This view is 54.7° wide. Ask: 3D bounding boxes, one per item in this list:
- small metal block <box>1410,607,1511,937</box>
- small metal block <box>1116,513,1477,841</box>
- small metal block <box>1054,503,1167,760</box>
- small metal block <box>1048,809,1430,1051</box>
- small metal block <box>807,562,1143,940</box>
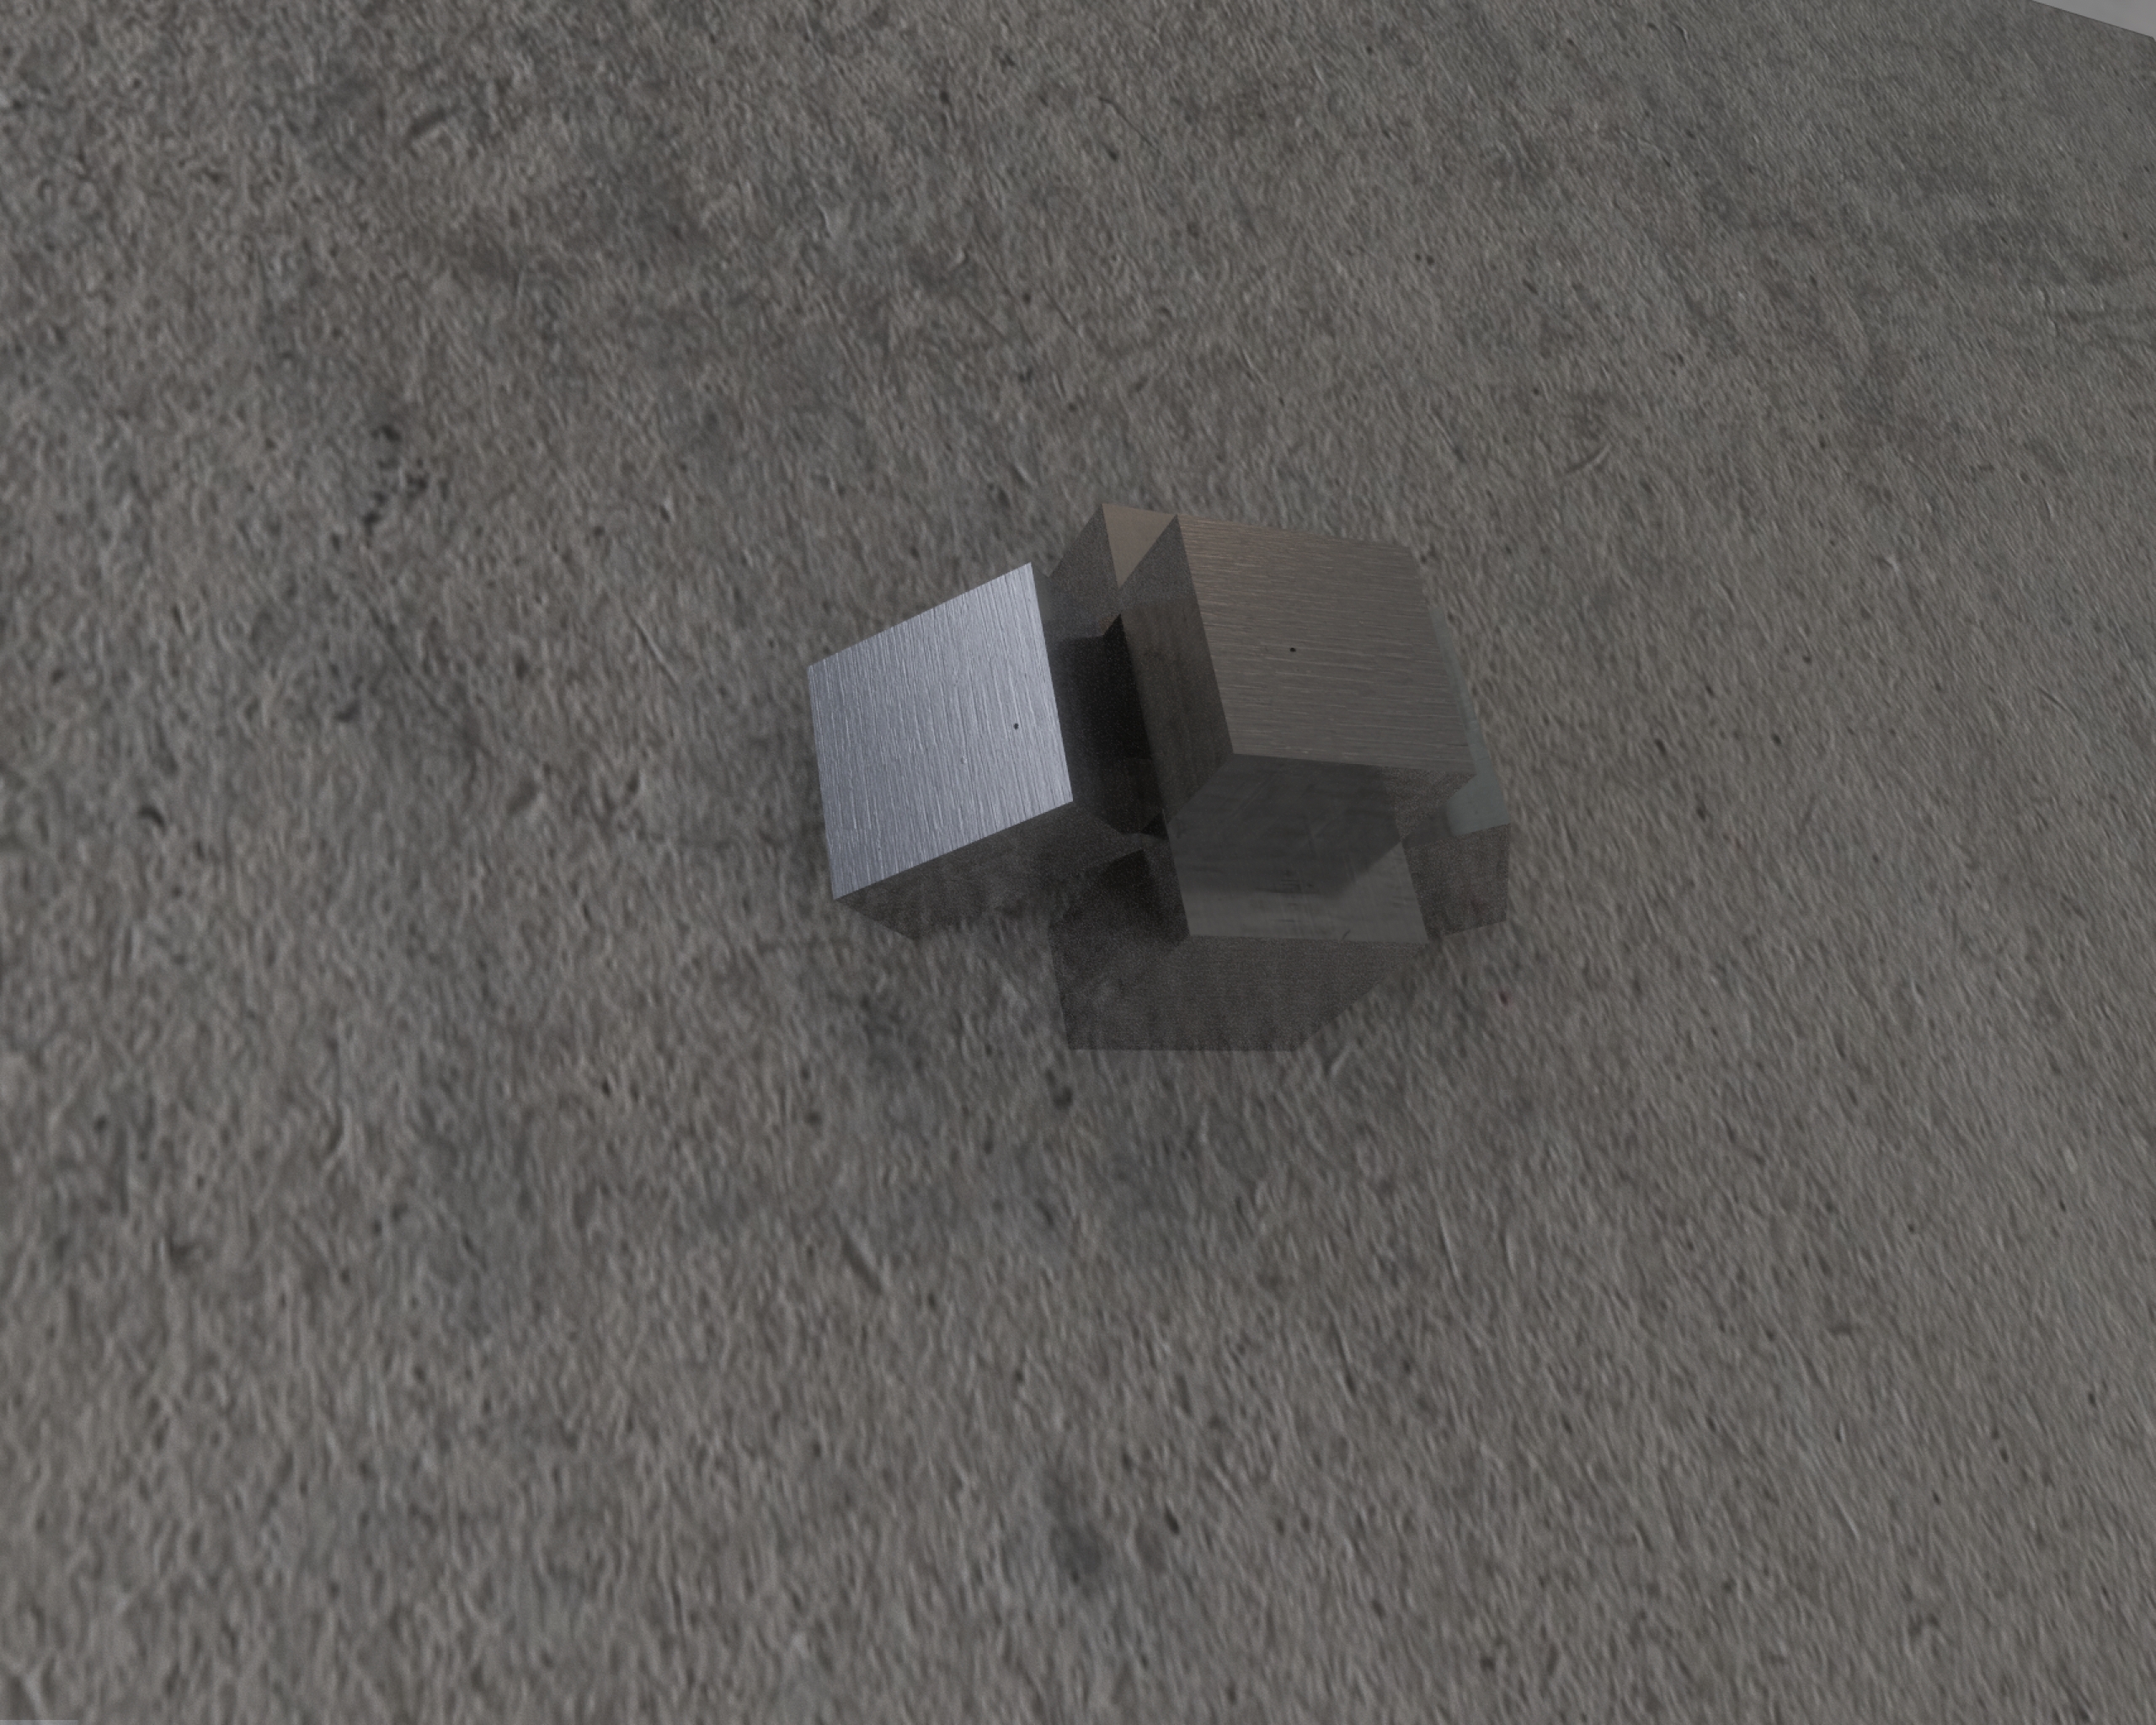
[{"bbox_3d":[0.070,-0.017,0.432,0.025,0.050,0.050,-14,64,4],"label":"small metal block"},{"bbox_3d":[0.039,-0.033,0.381,0.050,0.025,0.050,3,60,-27],"label":"small metal block"},{"bbox_3d":[0.019,-0.045,0.425,0.050,0.050,0.025,4,60,-26],"label":"small metal block"},{"bbox_3d":[0.029,0.014,0.394,0.050,0.050,0.025,3,61,-27],"label":"small metal block"},{"bbox_3d":[-0.020,-0.020,0.385,0.025,0.050,0.050,34,40,-54],"label":"small metal block"}]
